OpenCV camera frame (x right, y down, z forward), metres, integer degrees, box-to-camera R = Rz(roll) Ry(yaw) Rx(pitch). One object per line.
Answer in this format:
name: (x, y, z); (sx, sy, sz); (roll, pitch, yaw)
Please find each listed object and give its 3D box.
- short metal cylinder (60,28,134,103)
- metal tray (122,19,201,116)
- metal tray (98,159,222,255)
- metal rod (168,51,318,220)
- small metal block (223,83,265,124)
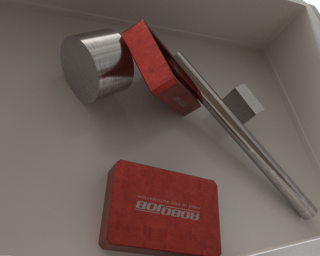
short metal cylinder: (-0.077, -0.076, 0.376); (0.050, 0.080, 0.080); (-27, 77, -37)
metal tray: (0.007, -0.071, 0.401); (0.090, 0.030, 0.130); (64, 14, 17)
metal tray: (0.004, 0.094, 0.348); (0.131, 0.030, 0.090); (16, 55, -20)
metal rod: (0.118, 0.013, 0.440); (0.300, 0.025, 0.025); (48, 51, -4)
small metal block: (0.123, -0.032, 0.478); (0.025, 0.050, 0.050); (-26, 76, -37)
